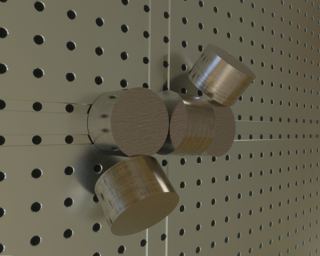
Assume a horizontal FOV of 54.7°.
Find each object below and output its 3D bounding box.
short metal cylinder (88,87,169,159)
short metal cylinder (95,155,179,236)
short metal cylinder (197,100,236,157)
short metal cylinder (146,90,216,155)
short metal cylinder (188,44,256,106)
[{"bbox_3d":[-0.036,-0.006,0.363,0.081,0.050,0.079,0,90,-40],"label":"short metal cylinder"},{"bbox_3d":[-0.026,0.076,0.346,0.081,0.050,0.080,-21,144,-16],"label":"short metal cylinder"},{"bbox_3d":[0.064,0.000,0.448,0.081,0.050,0.079,0,90,-40],"label":"short metal cylinder"},{"bbox_3d":[0.024,-0.005,0.395,0.050,0.080,0.080,6,86,-40],"label":"short metal cylinder"},{"bbox_3d":[0.087,-0.075,0.440,0.081,0.080,0.050,11,125,-40],"label":"short metal cylinder"}]
